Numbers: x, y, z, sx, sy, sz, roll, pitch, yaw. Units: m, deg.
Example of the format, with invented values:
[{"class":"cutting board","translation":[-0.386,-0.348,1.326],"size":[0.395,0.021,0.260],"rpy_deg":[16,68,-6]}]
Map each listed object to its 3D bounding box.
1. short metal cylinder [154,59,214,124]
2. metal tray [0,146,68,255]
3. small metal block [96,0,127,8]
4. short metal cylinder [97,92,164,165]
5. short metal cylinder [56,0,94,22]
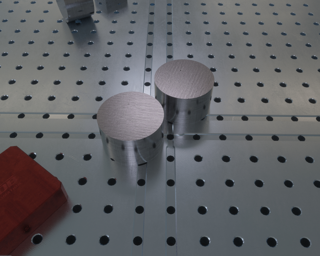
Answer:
[{"class":"short metal cylinder","translation":[0.033,-0.052,0.435],"size":[0.080,0.050,0.080],"rpy_deg":[0,50,0]},{"class":"metal tray","translation":[-0.179,0.088,0.329],"size":[0.090,0.030,0.131],"rpy_deg":[31,56,23]},{"class":"small metal block","translation":[-0.103,-0.277,0.640],"size":[0.050,0.025,0.050],"rpy_deg":[-30,57,-23]},{"class":"short metal cylinder","translation":[-0.035,0.000,0.391],"size":[0.080,0.050,0.080],"rpy_deg":[0,50,0]},{"class":"short metal cylinder","translation":[-0.162,-0.243,0.575],"size":[0.050,0.080,0.080],"rpy_deg":[-24,54,-18]}]
